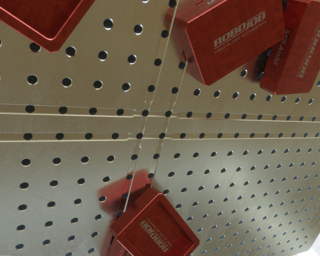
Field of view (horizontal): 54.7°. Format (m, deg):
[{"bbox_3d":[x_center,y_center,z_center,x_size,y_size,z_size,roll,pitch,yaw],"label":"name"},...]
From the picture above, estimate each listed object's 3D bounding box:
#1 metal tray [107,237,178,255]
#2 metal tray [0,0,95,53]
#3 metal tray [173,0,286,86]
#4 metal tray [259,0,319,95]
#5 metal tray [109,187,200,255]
[{"bbox_3d":[-0.021,0.211,0.528,0.131,0.030,0.089,6,116,-31],"label":"metal tray"},{"bbox_3d":[-0.121,-0.137,0.257,0.130,0.030,0.090,32,100,-39],"label":"metal tray"},{"bbox_3d":[0.090,-0.123,0.383,0.131,0.030,0.090,-33,129,-7],"label":"metal tray"},{"bbox_3d":[0.202,-0.114,0.444,0.091,0.030,0.129,-7,122,-33],"label":"metal tray"},{"bbox_3d":[-0.004,0.167,0.477,0.090,0.030,0.130,-43,117,-17],"label":"metal tray"}]
